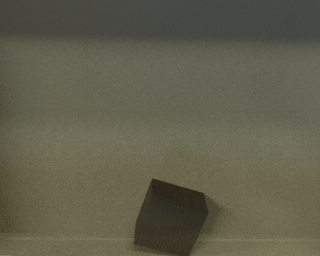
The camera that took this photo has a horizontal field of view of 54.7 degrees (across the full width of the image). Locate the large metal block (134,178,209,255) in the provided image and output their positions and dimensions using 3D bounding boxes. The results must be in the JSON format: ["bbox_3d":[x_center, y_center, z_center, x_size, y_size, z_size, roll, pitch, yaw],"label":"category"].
[{"bbox_3d":[0.014,0.129,0.446,0.080,0.050,0.079,17,109,-7],"label":"large metal block"}]
